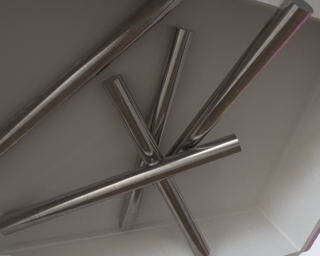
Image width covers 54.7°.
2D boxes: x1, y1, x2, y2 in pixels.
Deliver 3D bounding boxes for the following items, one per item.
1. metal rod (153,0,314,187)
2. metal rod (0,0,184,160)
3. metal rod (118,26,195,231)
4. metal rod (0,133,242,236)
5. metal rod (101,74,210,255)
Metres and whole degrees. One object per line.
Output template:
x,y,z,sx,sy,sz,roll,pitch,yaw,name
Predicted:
0.055,-0.012,0.355,0.025,0.025,0.298,1,143,-29,metal rod
-0.096,-0.046,0.327,0.300,0.025,0.025,-41,130,-1,metal rod
-0.012,0.017,0.414,0.025,0.025,0.298,2,117,-30,metal rod
-0.049,0.069,0.375,0.301,0.025,0.025,-20,128,2,metal rod
0.005,0.068,0.410,0.025,0.025,0.299,-30,115,-9,metal rod
